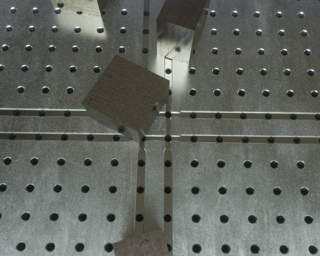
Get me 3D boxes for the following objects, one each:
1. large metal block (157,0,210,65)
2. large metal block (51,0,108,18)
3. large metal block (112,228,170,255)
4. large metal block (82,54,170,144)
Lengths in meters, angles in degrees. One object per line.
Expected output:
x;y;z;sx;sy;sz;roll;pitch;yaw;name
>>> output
0.034;-0.151;0.438;0.050;0.080;0.080;20;71;7;large metal block
-0.121;-0.228;0.480;0.080;0.050;0.080;14;71;5;large metal block
-0.011;0.154;0.326;0.050;0.080;0.080;-16;71;-6;large metal block
-0.042;-0.037;0.412;0.080;0.050;0.080;27;72;9;large metal block
